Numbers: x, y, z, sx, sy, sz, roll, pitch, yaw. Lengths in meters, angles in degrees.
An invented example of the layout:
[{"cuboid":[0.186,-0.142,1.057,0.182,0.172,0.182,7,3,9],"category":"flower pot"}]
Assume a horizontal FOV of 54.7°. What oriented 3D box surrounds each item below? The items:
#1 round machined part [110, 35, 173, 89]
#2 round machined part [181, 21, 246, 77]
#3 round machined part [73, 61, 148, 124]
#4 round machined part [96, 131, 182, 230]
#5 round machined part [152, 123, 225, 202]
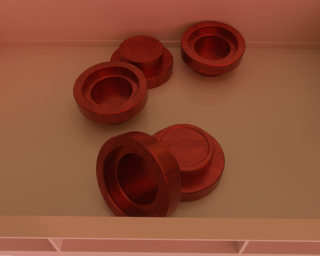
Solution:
[{"cuboid":[-0.029,-0.108,0.484,0.099,0.042,0.098,0,50,0],"category":"round machined part"},{"cuboid":[0.081,-0.120,0.490,0.099,0.042,0.098,0,58,0],"category":"round machined part"},{"cuboid":[-0.065,-0.044,0.428,0.099,0.042,0.098,-1,54,1],"category":"round machined part"},{"cuboid":[-0.018,0.051,0.323,0.098,0.097,0.042,36,32,26],"category":"round machined part"},{"cuboid":[0.027,0.033,0.366,0.099,0.042,0.098,0,50,0],"category":"round machined part"}]
